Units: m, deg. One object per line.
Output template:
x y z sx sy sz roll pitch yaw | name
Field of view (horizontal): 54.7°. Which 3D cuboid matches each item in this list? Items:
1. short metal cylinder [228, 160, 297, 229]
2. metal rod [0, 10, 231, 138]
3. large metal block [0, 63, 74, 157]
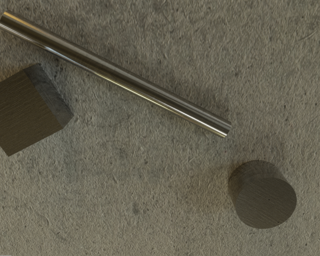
0.140 0.092 0.431 0.081 0.050 0.079 0 110 0 | short metal cylinder
-0.046 -0.062 0.386 0.301 0.025 0.025 26 108 -10 | metal rod
-0.170 -0.023 0.386 0.080 0.050 0.080 -26 108 9 | large metal block
